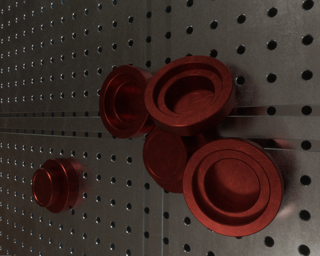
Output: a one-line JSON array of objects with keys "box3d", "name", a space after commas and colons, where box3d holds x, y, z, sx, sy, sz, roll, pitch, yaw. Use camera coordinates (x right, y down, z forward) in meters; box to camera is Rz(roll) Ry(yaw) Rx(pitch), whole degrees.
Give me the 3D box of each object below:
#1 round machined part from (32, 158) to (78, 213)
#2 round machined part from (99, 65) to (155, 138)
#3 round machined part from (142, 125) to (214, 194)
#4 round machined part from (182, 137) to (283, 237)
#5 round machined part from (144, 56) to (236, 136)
[{"box3d": [-0.193, 0.104, 0.554, 0.098, 0.042, 0.097, 0, 90, 39], "name": "round machined part"}, {"box3d": [-0.036, -0.035, 0.425, 0.098, 0.042, 0.097, -1, 89, 40], "name": "round machined part"}, {"box3d": [0.017, 0.032, 0.383, 0.098, 0.042, 0.097, 0, 90, 39], "name": "round machined part"}, {"box3d": [0.076, 0.058, 0.323, 0.098, 0.042, 0.097, 1, 93, 24], "name": "round machined part"}, {"box3d": [0.035, -0.032, 0.347, 0.098, 0.042, 0.098, -10, 54, 15], "name": "round machined part"}]
